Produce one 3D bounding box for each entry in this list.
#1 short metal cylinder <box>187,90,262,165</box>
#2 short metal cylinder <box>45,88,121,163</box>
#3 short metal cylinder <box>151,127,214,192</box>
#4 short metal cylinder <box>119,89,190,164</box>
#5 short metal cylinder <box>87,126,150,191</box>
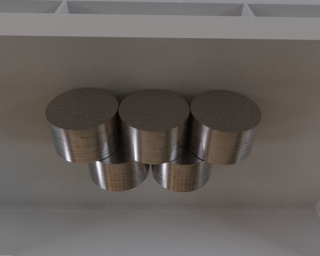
[{"bbox_3d":[0.074,-0.002,0.369,0.081,0.080,0.050,1,130,-1],"label":"short metal cylinder"},{"bbox_3d":[-0.088,-0.004,0.366,0.081,0.080,0.050,1,130,-1],"label":"short metal cylinder"},{"bbox_3d":[0.029,0.036,0.401,0.081,0.080,0.050,1,130,-1],"label":"short metal cylinder"},{"bbox_3d":[-0.007,-0.003,0.368,0.081,0.080,0.050,1,130,-1],"label":"short metal cylinder"},{"bbox_3d":[-0.053,0.034,0.399,0.081,0.080,0.050,1,130,-1],"label":"short metal cylinder"}]
